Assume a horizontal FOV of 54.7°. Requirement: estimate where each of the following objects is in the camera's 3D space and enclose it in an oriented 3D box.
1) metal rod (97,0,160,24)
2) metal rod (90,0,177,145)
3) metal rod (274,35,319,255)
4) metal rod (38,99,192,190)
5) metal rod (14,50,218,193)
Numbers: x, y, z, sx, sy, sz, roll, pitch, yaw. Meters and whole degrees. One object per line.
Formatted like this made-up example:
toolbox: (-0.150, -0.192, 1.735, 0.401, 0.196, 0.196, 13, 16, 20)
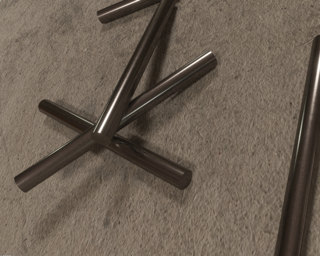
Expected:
metal rod: (0.025, -0.245, 0.539, 0.301, 0.025, 0.025, -14, 56, 19)
metal rod: (-0.026, -0.103, 0.442, 0.025, 0.025, 0.300, -1, 50, 27)
metal rod: (0.146, 0.029, 0.309, 0.025, 0.025, 0.300, 7, 65, 31)
metal rod: (-0.083, 0.011, 0.438, 0.300, 0.025, 0.025, 23, 74, 36)
metal rod: (-0.053, -0.012, 0.409, 0.301, 0.025, 0.025, -34, 51, -6)
